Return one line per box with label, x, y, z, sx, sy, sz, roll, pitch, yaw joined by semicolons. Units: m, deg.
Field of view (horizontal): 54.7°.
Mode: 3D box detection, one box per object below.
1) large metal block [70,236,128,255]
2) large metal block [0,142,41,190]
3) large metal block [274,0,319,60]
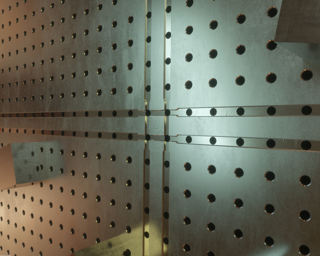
large metal block;-0.102;0.211;0.455;0.080;0.081;0.050;-47;63;30
large metal block;-0.291;0.078;0.629;0.080;0.050;0.080;-20;77;38
large metal block;0.150;-0.085;0.249;0.080;0.081;0.050;15;100;38
